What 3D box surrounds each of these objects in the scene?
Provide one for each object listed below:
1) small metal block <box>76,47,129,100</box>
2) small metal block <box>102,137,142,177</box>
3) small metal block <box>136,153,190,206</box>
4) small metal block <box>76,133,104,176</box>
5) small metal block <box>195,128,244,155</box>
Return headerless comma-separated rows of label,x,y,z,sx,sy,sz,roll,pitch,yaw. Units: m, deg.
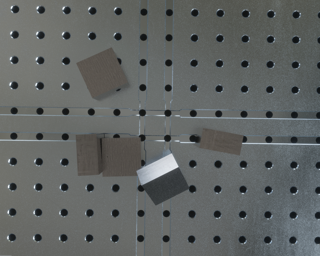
small metal block,-0.075,-0.072,0.412,0.050,0.025,0.050,-24,90,-1
small metal block,-0.050,0.038,0.413,0.050,0.025,0.050,-1,90,-1
small metal block,0.005,0.067,0.400,0.050,0.025,0.050,-27,132,0
small metal block,-0.088,0.032,0.400,0.025,0.050,0.050,-3,90,0
small metal block,0.075,0.016,0.402,0.050,0.050,0.025,11,90,-1
